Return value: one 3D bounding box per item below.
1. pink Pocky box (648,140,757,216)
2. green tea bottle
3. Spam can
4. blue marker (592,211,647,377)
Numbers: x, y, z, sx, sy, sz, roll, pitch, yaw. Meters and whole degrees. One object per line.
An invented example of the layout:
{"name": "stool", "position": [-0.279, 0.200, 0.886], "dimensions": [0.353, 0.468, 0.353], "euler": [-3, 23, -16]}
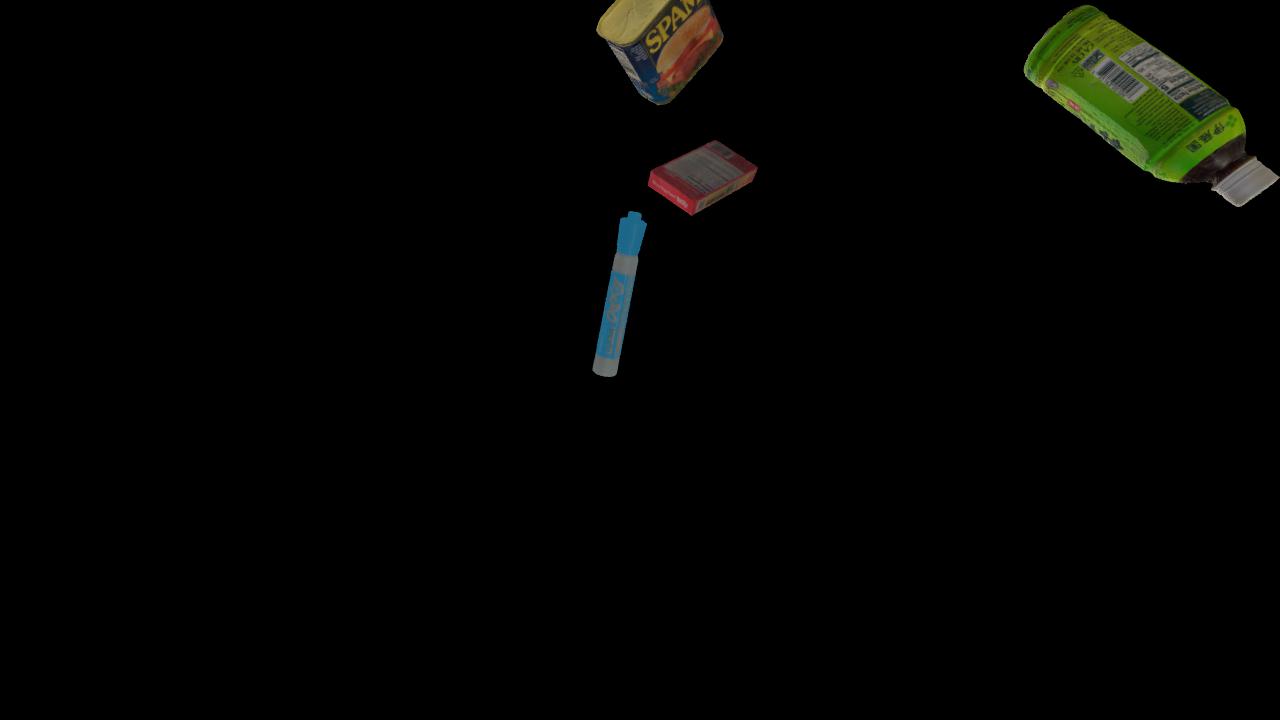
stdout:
{"name": "pink Pocky box", "position": [0.091, -0.263, 0.879], "dimensions": [0.084, 0.029, 0.155], "euler": [39, 52, 19]}
{"name": "green tea bottle", "position": [0.431, -0.212, 0.522], "dimensions": [0.073, 0.212, 0.073], "euler": [-27, -23, -13]}
{"name": "Spam can", "position": [0.022, -0.309, 0.580], "dimensions": [0.058, 0.101, 0.085], "euler": [45, 4, 32]}
{"name": "blue marker", "position": [-0.015, -0.046, 0.441], "dimensions": [0.020, 0.121, 0.020], "euler": [10, 22, -4]}
